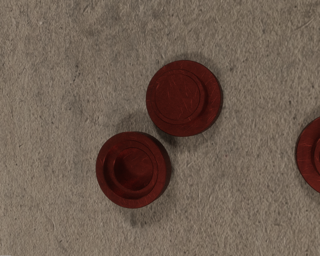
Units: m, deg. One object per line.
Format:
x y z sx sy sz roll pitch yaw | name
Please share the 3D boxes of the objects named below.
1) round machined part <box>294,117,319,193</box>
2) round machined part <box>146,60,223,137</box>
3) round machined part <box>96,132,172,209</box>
0.198 0.030 0.330 0.098 0.042 0.097 0 90 19 | round machined part
0.027 -0.037 0.390 0.098 0.042 0.097 0 90 19 | round machined part
-0.031 0.053 0.410 0.098 0.042 0.097 0 90 19 | round machined part
